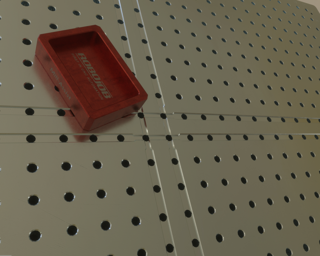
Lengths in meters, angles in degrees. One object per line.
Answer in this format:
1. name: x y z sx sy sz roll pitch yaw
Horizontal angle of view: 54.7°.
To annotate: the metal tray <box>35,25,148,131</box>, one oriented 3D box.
1. metal tray: -0.088 -0.069 0.400 0.091 0.030 0.130 -26 76 -37
